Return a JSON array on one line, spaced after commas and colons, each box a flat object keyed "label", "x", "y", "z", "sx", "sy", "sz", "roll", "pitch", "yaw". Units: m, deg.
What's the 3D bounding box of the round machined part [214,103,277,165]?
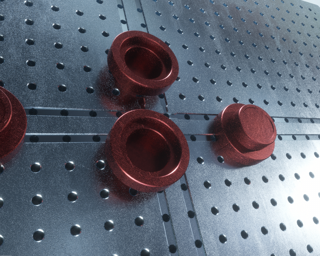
[{"label": "round machined part", "x": 0.135, "y": 0.003, "z": 0.467, "sx": 0.099, "sy": 0.042, "sz": 0.098, "roll": 13, "pitch": 56, "yaw": -21}]

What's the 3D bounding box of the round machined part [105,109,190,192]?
[{"label": "round machined part", "x": -0.018, "y": 0.030, "z": 0.369, "sx": 0.099, "sy": 0.042, "sz": 0.098, "roll": 13, "pitch": 56, "yaw": -21}]

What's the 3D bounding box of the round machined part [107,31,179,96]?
[{"label": "round machined part", "x": -0.027, "y": -0.085, "z": 0.434, "sx": 0.099, "sy": 0.042, "sz": 0.098, "roll": 13, "pitch": 56, "yaw": -21}]

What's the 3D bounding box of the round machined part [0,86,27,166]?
[{"label": "round machined part", "x": -0.184, "y": -0.008, "z": 0.303, "sx": 0.099, "sy": 0.042, "sz": 0.098, "roll": 13, "pitch": 56, "yaw": -21}]
